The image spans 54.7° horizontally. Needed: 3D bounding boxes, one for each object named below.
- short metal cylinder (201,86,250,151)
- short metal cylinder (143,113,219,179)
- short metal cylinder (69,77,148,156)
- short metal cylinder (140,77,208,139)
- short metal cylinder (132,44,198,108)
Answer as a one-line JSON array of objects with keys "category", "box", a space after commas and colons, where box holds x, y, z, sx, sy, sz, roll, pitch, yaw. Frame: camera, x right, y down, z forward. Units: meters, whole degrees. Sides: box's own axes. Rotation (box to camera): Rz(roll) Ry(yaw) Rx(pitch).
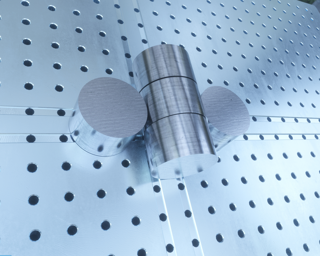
[{"category": "short metal cylinder", "box": [0.081, -0.013, 0.445, 0.081, 0.050, 0.080, 14, 56, -21]}, {"category": "short metal cylinder", "box": [0.024, 0.024, 0.372, 0.081, 0.080, 0.050, 1, 61, -28]}, {"category": "short metal cylinder", "box": [-0.062, -0.013, 0.367, 0.081, 0.050, 0.080, 14, 56, -21]}, {"category": "short metal cylinder", "box": [0.015, -0.021, 0.395, 0.081, 0.080, 0.050, 2, 61, -28]}, {"category": "short metal cylinder", "box": [0.006, -0.066, 0.417, 0.081, 0.080, 0.050, 3, 61, -27]}]
